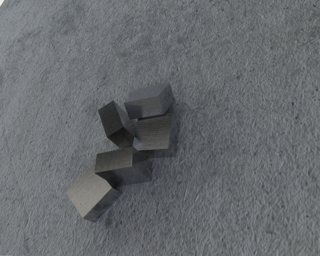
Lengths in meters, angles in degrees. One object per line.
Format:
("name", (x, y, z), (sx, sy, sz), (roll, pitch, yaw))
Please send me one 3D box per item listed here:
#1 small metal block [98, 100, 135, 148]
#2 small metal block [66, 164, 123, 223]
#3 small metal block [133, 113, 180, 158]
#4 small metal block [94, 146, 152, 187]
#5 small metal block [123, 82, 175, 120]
("small metal block", (-0.053, -0.001, 0.416), (0.025, 0.050, 0.050), (-32, 52, 8))
("small metal block", (-0.085, 0.083, 0.397), (0.050, 0.025, 0.050), (-46, 51, -4))
("small metal block", (-0.004, 0.011, 0.400), (0.050, 0.025, 0.050), (-6, 59, 25))
("small metal block", (-0.044, 0.049, 0.381), (0.050, 0.050, 0.025), (-13, 56, 21))
("small metal block", (-0.014, -0.037, 0.418), (0.050, 0.025, 0.050), (-9, 24, 23))
